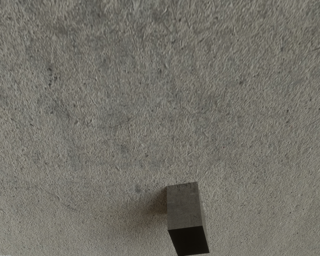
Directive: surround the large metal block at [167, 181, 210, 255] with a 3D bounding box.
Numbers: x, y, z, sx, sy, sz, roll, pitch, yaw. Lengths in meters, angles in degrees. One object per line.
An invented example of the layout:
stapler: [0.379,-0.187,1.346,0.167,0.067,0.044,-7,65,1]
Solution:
large metal block: [0.044,0.145,0.495,0.050,0.080,0.080,-10,130,8]
